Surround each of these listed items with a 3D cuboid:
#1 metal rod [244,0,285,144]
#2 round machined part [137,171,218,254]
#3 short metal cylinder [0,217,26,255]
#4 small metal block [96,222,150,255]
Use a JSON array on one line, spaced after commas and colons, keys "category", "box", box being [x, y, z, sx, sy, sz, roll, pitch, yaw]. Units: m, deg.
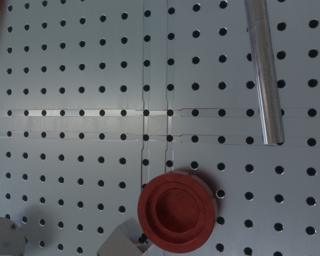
[{"category": "metal rod", "box": [0.117, -0.130, 0.371, 0.025, 0.025, 0.298, -8, 88, 20]}, {"category": "round machined part", "box": [0.025, 0.103, 0.395, 0.098, 0.042, 0.097, 0, 90, 20]}, {"category": "short metal cylinder", "box": [-0.257, 0.185, 0.474, 0.050, 0.080, 0.080, -33, 79, 17]}, {"category": "small metal block", "box": [-0.051, 0.169, 0.430, 0.050, 0.025, 0.050, 41, 103, 15]}]
